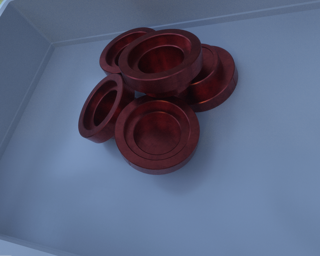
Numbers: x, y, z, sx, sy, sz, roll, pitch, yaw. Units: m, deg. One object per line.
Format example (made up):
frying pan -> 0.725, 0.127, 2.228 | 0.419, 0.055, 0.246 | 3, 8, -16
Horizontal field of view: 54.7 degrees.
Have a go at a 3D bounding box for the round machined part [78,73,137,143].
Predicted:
round machined part -> -0.067, -0.023, 0.430 | 0.098, 0.042, 0.098 | -29, 45, 35

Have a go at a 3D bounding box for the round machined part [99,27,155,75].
round machined part -> -0.039, -0.105, 0.473 | 0.098, 0.042, 0.098 | -14, 49, 17

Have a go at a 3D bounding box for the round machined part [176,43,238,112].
round machined part -> 0.050, -0.073, 0.412 | 0.098, 0.042, 0.098 | -13, 56, 20

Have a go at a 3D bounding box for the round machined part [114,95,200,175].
round machined part -> -0.003, 0.010, 0.375 | 0.099, 0.042, 0.098 | -1, 64, 2

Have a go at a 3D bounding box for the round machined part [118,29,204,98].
round machined part -> 0.003, -0.074, 0.373 | 0.098, 0.042, 0.098 | -8, 47, 10
